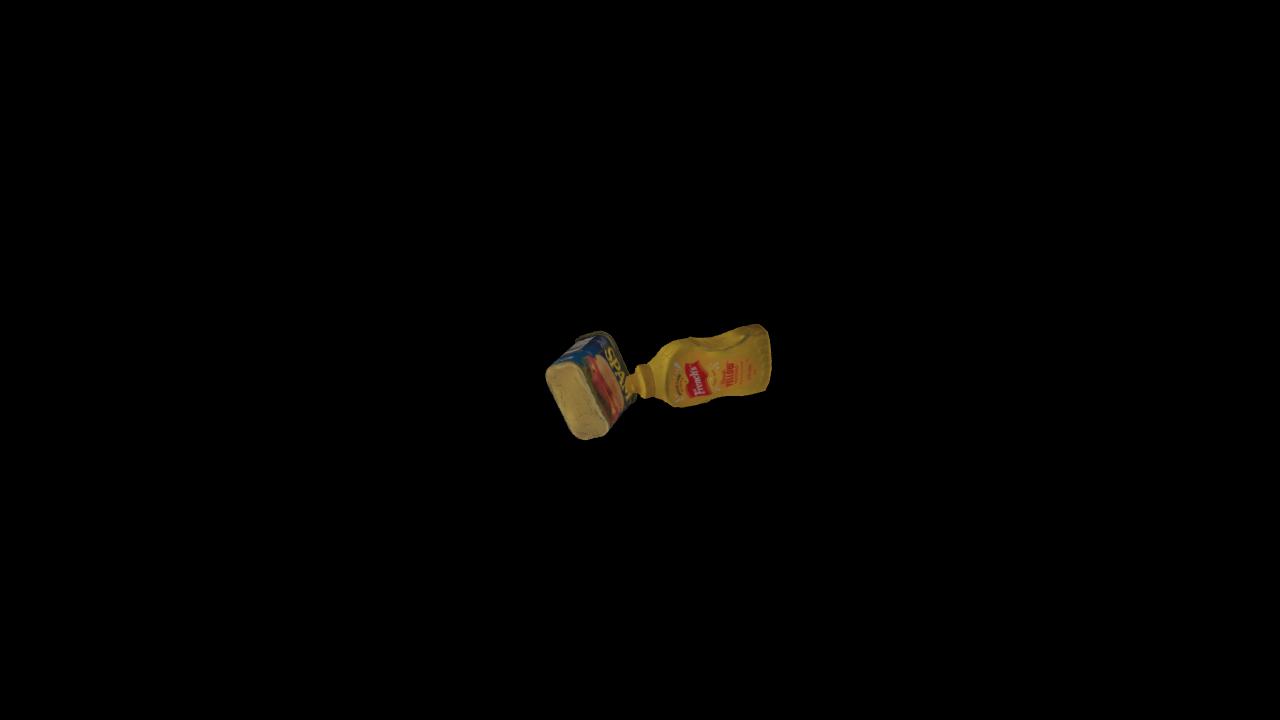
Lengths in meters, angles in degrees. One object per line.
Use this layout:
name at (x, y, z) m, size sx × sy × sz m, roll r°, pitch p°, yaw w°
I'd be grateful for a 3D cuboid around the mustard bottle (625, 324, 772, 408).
mustard bottle at (0.066, 0.014, 0.752) m, size 0.184 × 0.092 × 0.054 m, roll -11°, pitch 37°, yaw -11°

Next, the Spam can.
Spam can at (-0.056, 0.029, 0.714) m, size 0.058 × 0.101 × 0.085 m, roll -15°, pitch 17°, yaw 29°
